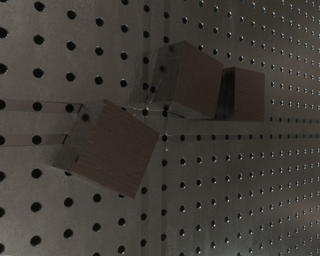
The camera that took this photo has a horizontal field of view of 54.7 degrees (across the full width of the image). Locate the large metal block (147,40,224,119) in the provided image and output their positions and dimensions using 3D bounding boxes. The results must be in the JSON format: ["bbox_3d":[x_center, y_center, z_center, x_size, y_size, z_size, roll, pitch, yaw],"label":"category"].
[{"bbox_3d":[0.037,-0.062,0.426,0.080,0.050,0.080,19,78,-39],"label":"large metal block"}]

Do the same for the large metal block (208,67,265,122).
[{"bbox_3d":[0.124,-0.050,0.500,0.081,0.050,0.079,1,89,-40],"label":"large metal block"}]

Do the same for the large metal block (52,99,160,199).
[{"bbox_3d":[-0.057,0.024,0.346,0.080,0.050,0.080,34,69,-35],"label":"large metal block"}]
